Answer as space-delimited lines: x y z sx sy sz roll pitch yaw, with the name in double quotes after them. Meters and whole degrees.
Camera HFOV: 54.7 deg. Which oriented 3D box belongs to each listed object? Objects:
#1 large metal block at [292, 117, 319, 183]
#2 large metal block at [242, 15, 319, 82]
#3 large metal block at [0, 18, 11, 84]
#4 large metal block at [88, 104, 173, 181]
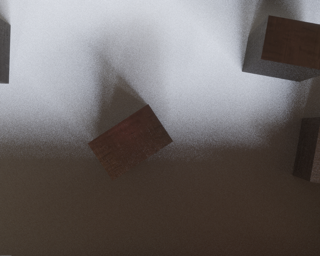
0.228 0.033 0.400 0.080 0.050 0.080 10 90 0 "large metal block"
0.156 -0.094 0.385 0.080 0.080 0.050 10 90 0 "large metal block"
-0.245 -0.101 0.397 0.081 0.050 0.080 2 90 0 "large metal block"
-0.033 0.016 0.383 0.080 0.080 0.050 -33 90 0 "large metal block"
